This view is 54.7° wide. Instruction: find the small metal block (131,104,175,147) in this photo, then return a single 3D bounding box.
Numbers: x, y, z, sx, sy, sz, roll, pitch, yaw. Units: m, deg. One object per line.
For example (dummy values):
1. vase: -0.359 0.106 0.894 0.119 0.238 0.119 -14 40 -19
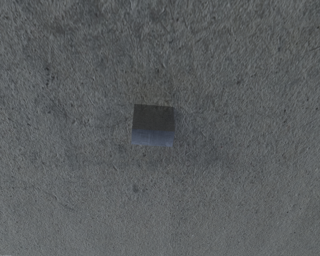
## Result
1. small metal block: -0.009 -0.004 0.388 0.050 0.050 0.025 4 130 -4
